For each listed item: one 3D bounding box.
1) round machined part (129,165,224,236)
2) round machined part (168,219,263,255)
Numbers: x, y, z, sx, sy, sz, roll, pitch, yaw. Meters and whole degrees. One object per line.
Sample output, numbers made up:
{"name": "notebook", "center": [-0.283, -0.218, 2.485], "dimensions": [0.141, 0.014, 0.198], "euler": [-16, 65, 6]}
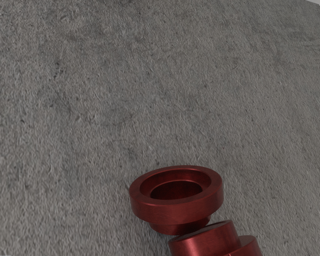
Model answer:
{"name": "round machined part", "center": [0.019, 0.078, 0.332], "dimensions": [0.099, 0.098, 0.042], "euler": [-18, 107, -35]}
{"name": "round machined part", "center": [0.046, 0.122, 0.305], "dimensions": [0.099, 0.098, 0.042], "euler": [-9, 73, -32]}
